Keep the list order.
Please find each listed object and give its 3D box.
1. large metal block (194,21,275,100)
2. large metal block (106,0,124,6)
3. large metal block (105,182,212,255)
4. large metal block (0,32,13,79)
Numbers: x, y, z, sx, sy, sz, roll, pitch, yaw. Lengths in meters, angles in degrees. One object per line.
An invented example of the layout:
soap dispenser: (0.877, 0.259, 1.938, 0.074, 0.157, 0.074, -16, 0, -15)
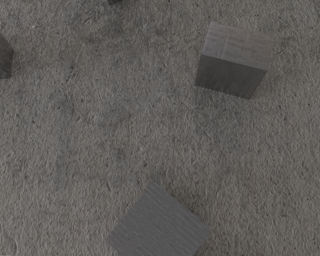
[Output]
large metal block: (0.095, -0.086, 0.411, 0.080, 0.080, 0.050, 16, 71, 5)
large metal block: (-0.076, -0.252, 0.470, 0.050, 0.080, 0.080, -25, 72, -9)
large metal block: (-0.001, 0.121, 0.350, 0.080, 0.050, 0.080, 39, 74, 13)
large metal block: (-0.257, -0.105, 0.415, 0.081, 0.080, 0.050, -4, 70, -2)
